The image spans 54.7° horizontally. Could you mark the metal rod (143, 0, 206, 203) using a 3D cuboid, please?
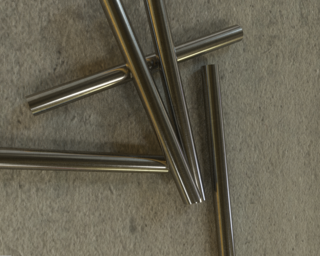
[{"bbox_3d":[0.019,-0.043,0.395,0.025,0.025,0.298,-18,104,-19],"label":"metal rod"}]

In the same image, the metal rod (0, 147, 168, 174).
[{"bbox_3d":[-0.133,0.037,0.360,0.302,0.025,0.025,5,89,-20],"label":"metal rod"}]

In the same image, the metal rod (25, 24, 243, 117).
[{"bbox_3d":[-0.018,-0.082,0.403,0.302,0.025,0.025,-24,98,-19],"label":"metal rod"}]

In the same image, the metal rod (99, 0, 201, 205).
[{"bbox_3d":[-0.014,-0.043,0.377,0.025,0.025,0.299,-26,100,-18],"label":"metal rod"}]

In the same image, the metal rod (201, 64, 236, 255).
[{"bbox_3d":[0.084,0.061,0.441,0.025,0.025,0.298,-6,92,-20],"label":"metal rod"}]
